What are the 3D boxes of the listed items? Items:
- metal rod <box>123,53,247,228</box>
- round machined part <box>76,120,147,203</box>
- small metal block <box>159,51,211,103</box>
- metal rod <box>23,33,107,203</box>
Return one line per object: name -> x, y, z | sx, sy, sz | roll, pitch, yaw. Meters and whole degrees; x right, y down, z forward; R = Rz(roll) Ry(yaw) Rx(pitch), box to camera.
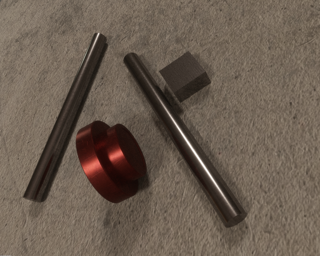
metal rod -> 0.015, -0.009, 0.400 | 0.025, 0.025, 0.300 | -35, 51, 5
round machined part -> -0.050, 0.034, 0.361 | 0.042, 0.098, 0.098 | -28, 52, 11
small metal block -> 0.034, -0.071, 0.428 | 0.050, 0.025, 0.050 | -34, 52, 5
metal rod -> -0.144, -0.031, 0.495 | 0.025, 0.025, 0.300 | 1, 62, 28
